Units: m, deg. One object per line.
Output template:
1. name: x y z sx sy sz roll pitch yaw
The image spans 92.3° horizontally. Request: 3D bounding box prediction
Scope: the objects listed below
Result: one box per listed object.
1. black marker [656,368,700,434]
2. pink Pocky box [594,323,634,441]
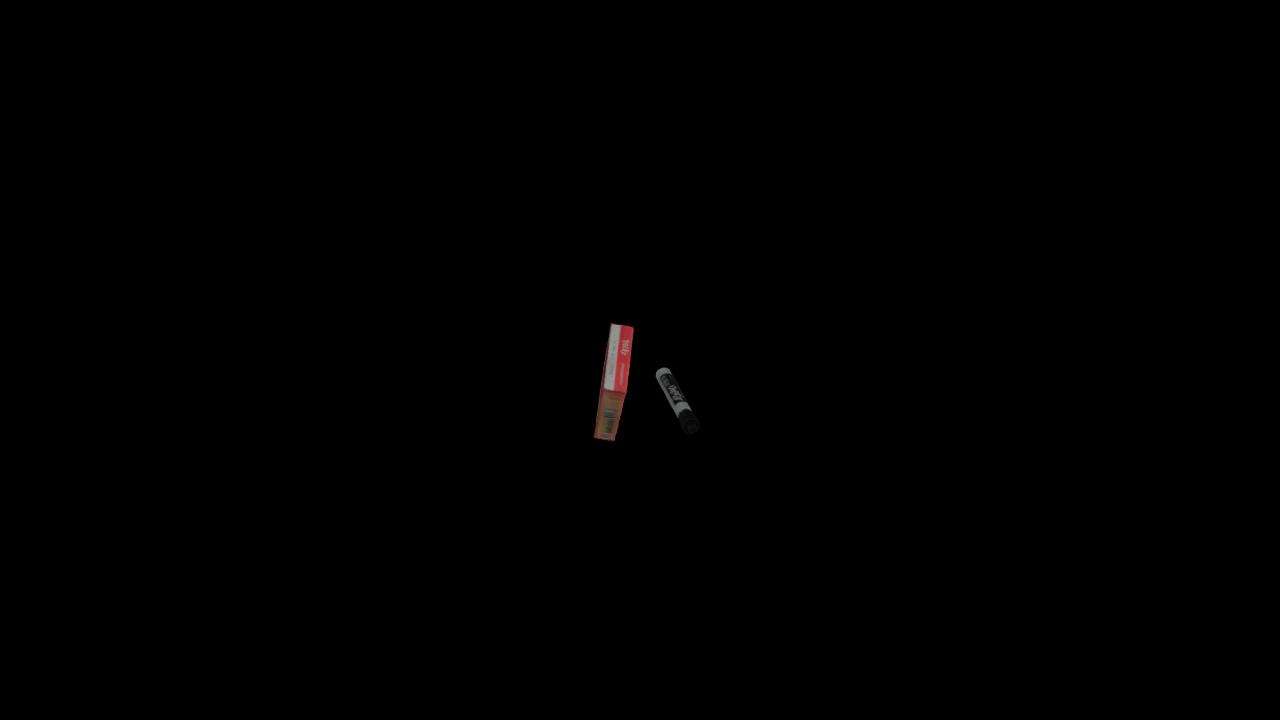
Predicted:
1. black marker: 0.040 0.044 0.671 0.020 0.020 0.121 0 26 -14
2. pink Pocky box: -0.032 0.031 0.729 0.029 0.084 0.155 8 -28 -4
